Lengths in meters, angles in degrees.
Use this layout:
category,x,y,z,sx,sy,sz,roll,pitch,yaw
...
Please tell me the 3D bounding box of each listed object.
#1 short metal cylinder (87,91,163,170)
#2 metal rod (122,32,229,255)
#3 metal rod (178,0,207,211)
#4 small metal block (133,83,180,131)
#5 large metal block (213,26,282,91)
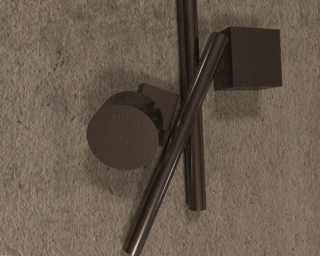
category,x,y,z,sx,sy,sz,roll,pitch,yaw
short metal cylinder,-0.039,0.002,0.363,0.080,0.050,0.079,2,113,6
metal rod,0.020,0.020,0.399,0.025,0.025,0.299,23,89,-19
metal rod,0.045,-0.037,0.426,0.025,0.025,0.298,-3,91,-20
small metal block,-0.008,-0.026,0.407,0.050,0.025,0.050,17,84,-20
large metal block,0.123,-0.096,0.443,0.081,0.050,0.079,-4,91,-20
